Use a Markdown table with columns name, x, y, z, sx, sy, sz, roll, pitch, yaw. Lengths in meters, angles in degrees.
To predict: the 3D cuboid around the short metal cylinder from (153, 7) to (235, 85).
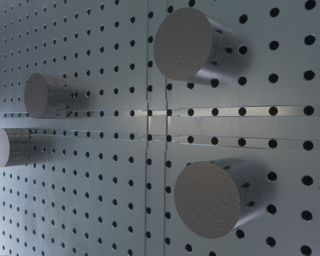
| name | x | y | z | sx | sy | sz | roll | pitch | yaw |
| --- | --- | --- | --- | --- | --- | --- | --- | --- | --- |
| short metal cylinder | 0.039 | -0.092 | 0.361 | 0.080 | 0.050 | 0.079 | 0 | 90 | 40 |

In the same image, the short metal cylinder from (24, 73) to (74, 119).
| name | x | y | z | sx | sy | sz | roll | pitch | yaw |
| --- | --- | --- | --- | --- | --- | --- | --- | --- | --- |
| short metal cylinder | -0.201 | -0.056 | 0.559 | 0.080 | 0.050 | 0.079 | 0 | 90 | 40 |

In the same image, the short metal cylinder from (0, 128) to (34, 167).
| name | x | y | z | sx | sy | sz | roll | pitch | yaw |
| --- | --- | --- | --- | --- | --- | --- | --- | --- | --- |
| short metal cylinder | -0.307 | 0.040 | 0.647 | 0.080 | 0.050 | 0.079 | 0 | 90 | 40 |

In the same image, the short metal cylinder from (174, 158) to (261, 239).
| name | x | y | z | sx | sy | sz | roll | pitch | yaw |
| --- | --- | --- | --- | --- | --- | --- | --- | --- | --- |
| short metal cylinder | 0.063 | 0.074 | 0.341 | 0.080 | 0.050 | 0.079 | 0 | 90 | 40 |

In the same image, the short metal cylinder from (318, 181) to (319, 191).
| name | x | y | z | sx | sy | sz | roll | pitch | yaw |
| --- | --- | --- | --- | --- | --- | --- | --- | --- | --- |
| short metal cylinder | 0.171 | 0.046 | 0.232 | 0.080 | 0.081 | 0.050 | 39 | 114 | 33 |
